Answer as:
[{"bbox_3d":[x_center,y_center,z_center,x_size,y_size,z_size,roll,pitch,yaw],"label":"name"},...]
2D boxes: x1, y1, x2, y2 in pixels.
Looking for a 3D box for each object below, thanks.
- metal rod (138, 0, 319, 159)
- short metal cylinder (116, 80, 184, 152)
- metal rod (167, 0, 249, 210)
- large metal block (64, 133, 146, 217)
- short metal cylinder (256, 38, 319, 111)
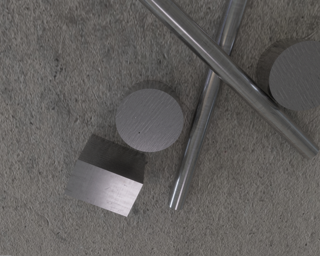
[{"bbox_3d":[0.096,-0.054,0.367,0.301,0.025,0.025,38,106,-22],"label":"metal rod"},{"bbox_3d":[-0.012,-0.016,0.390,0.081,0.050,0.079,0,110,0],"label":"short metal cylinder"},{"bbox_3d":[0.058,-0.024,0.401,0.025,0.025,0.298,13,110,-5],"label":"metal rod"},{"bbox_3d":[-0.067,0.058,0.401,0.080,0.080,0.050,23,109,-8],"label":"large metal block"},{"bbox_3d":[0.164,-0.066,0.373,0.081,0.050,0.079,0,110,0],"label":"short metal cylinder"}]
